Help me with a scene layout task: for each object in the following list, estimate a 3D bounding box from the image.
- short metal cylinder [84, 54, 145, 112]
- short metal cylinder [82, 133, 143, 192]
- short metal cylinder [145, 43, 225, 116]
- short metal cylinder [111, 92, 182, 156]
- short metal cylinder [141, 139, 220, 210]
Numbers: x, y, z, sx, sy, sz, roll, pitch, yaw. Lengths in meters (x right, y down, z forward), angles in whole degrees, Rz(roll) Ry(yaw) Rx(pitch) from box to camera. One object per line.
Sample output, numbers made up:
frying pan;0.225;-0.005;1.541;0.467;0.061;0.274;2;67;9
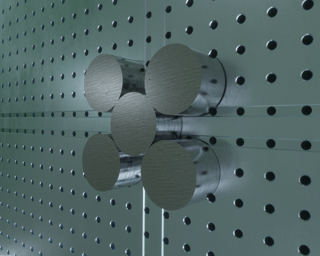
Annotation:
short metal cylinder;-0.063;-0.061;0.442;0.080;0.050;0.079;0;90;39
short metal cylinder;-0.066;0.047;0.444;0.080;0.050;0.079;0;90;39
short metal cylinder;0.029;-0.054;0.365;0.080;0.050;0.079;0;90;39
short metal cylinder;-0.019;-0.005;0.406;0.080;0.050;0.079;0;90;39
short metal cylinder;0.024;0.053;0.371;0.080;0.050;0.079;0;90;39
